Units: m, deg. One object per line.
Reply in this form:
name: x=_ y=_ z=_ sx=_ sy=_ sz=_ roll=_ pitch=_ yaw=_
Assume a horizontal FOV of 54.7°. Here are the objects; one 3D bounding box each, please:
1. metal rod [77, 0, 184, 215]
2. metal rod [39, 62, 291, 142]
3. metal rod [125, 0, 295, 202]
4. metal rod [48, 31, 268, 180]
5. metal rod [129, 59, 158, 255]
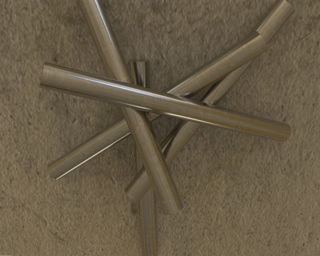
metal rod: x=-0.040 y=-0.044 z=0.349 sx=0.025 sy=0.025 sz=0.299 roll=-21 pitch=93 yaw=7
metal rod: x=0.026 y=-0.022 z=0.348 sx=0.302 sy=0.025 sz=0.025 roll=12 pitch=111 yaw=-23
metal rod: x=0.054 y=-0.027 z=0.385 sx=0.025 sy=0.025 sz=0.299 roll=36 pitch=100 yaw=-13
metal rod: x=-0.013 y=-0.020 z=0.374 sx=0.300 sy=0.025 sz=0.025 roll=-32 pitch=107 yaw=12
metal rod: x=-0.021 y=0.057 z=0.430 sx=0.025 sy=0.025 sz=0.298 roll=-2 pitch=110 yaw=0
